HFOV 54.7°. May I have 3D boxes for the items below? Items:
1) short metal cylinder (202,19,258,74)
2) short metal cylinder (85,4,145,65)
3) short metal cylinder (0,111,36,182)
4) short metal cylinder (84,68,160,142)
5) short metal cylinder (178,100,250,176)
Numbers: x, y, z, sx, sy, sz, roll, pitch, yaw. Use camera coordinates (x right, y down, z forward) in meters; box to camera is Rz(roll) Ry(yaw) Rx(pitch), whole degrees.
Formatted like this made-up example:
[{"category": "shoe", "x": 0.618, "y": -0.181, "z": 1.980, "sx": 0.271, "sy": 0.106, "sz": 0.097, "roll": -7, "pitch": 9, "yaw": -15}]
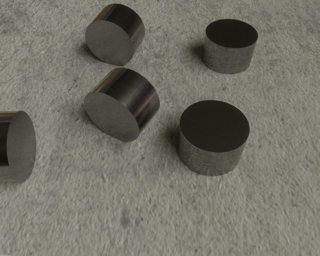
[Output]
[{"category": "short metal cylinder", "x": 0.111, "y": -0.132, "z": 0.499, "sx": 0.081, "sy": 0.050, "sz": 0.080, "roll": 0, "pitch": 50, "yaw": 0}, {"category": "short metal cylinder", "x": -0.070, "y": -0.147, "z": 0.490, "sx": 0.080, "sy": 0.080, "sz": 0.050, "roll": 14, "pitch": 52, "yaw": 11}, {"category": "short metal cylinder", "x": -0.179, "y": 0.021, "z": 0.347, "sx": 0.050, "sy": 0.080, "sz": 0.080, "roll": -2, "pitch": 50, "yaw": -2}, {"category": "short metal cylinder", "x": -0.047, "y": -0.029, "z": 0.391, "sx": 0.080, "sy": 0.080, "sz": 0.050, "roll": 23, "pitch": 54, "yaw": 18}, {"category": "short metal cylinder", "x": 0.063, "y": 0.012, "z": 0.378, "sx": 0.081, "sy": 0.050, "sz": 0.080, "roll": 0, "pitch": 50, "yaw": 0}]
